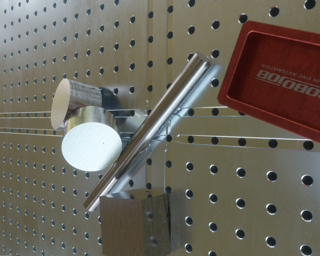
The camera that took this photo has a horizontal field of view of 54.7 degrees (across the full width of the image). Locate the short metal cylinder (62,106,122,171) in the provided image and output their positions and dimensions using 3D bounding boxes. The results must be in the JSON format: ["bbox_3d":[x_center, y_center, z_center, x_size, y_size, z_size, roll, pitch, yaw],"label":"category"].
[{"bbox_3d":[-0.097,0.015,0.445,0.080,0.081,0.050,-62,24,21],"label":"short metal cylinder"}]

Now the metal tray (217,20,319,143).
[{"bbox_3d":[0.129,-0.045,0.299,0.130,0.030,0.089,28,107,36],"label":"metal tray"}]

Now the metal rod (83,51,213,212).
[{"bbox_3d":[-0.030,0.021,0.434,0.298,0.025,0.025,-51,60,27],"label":"metal rod"}]

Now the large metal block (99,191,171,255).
[{"bbox_3d":[-0.035,0.131,0.422,0.080,0.050,0.080,-7,86,40],"label":"large metal block"}]

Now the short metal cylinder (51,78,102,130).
[{"bbox_3d":[-0.133,-0.033,0.490,0.080,0.050,0.080,-20,64,50],"label":"short metal cylinder"}]
